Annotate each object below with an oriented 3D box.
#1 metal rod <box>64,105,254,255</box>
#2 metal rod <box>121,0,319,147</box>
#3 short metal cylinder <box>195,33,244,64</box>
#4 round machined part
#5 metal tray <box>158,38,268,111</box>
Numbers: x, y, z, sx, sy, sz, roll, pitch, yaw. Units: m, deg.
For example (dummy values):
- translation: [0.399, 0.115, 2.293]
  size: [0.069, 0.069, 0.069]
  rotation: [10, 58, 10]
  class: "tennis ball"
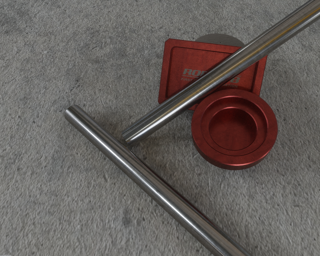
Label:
- translation: [-0.012, 0.060, 0.352]
  size: [0.300, 0.025, 0.025]
  rotation: [37, 59, 27]
  class: "metal rod"
- translation: [0.082, -0.070, 0.377]
  size: [0.300, 0.025, 0.025]
  rotation: [-34, 54, 6]
  class: "metal rod"
- translation: [0.087, -0.100, 0.471]
  size: [0.081, 0.050, 0.080]
  rotation: [0, 50, 0]
  class: "short metal cylinder"
- translation: [0.088, 0.005, 0.378]
  size: [0.099, 0.042, 0.098]
  rotation: [-2, 66, 6]
  class: "round machined part"
- translation: [0.068, -0.067, 0.417]
  size: [0.131, 0.089, 0.030]
  rotation: [9, 15, 7]
  class: "metal tray"
